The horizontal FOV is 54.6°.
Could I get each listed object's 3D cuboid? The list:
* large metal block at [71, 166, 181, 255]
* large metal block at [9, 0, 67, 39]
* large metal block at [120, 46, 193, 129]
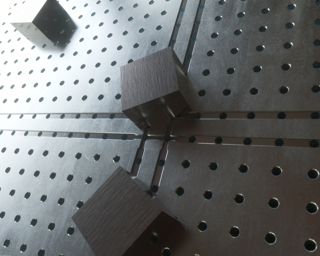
[{"bbox_3d":[-0.039,0.104,0.350,0.080,0.050,0.080,-47,51,-5],"label":"large metal block"},{"bbox_3d":[-0.269,-0.246,0.686,0.080,0.050,0.080,11,67,33],"label":"large metal block"},{"bbox_3d":[-0.007,-0.055,0.431,0.080,0.050,0.080,-19,54,17],"label":"large metal block"}]
